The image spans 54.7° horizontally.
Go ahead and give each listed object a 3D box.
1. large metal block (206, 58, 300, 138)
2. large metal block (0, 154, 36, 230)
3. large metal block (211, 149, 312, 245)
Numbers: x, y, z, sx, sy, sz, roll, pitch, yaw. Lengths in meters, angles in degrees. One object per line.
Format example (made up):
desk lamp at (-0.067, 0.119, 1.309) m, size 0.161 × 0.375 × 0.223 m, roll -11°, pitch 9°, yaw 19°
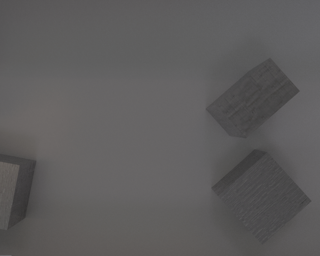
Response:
large metal block at (0.109, -0.034, 0.385) m, size 0.080 × 0.080 × 0.050 m, roll -41°, pitch 90°, yaw 0°
large metal block at (-0.216, 0.076, 0.397) m, size 0.080 × 0.050 × 0.080 m, roll 11°, pitch 90°, yaw 0°
large metal block at (0.127, 0.085, 0.400) m, size 0.080 × 0.050 × 0.080 m, roll -42°, pitch 90°, yaw 0°
